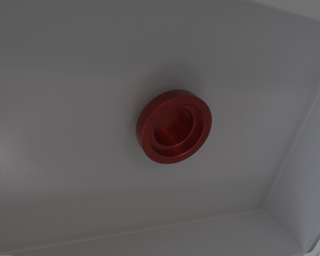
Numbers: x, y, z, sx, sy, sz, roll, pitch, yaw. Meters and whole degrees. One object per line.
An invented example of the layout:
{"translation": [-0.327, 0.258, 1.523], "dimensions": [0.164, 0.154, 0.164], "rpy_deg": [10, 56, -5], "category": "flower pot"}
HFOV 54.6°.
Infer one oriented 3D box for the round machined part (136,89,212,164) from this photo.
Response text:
{"translation": [0.014, -0.005, 0.402], "dimensions": [0.099, 0.042, 0.097], "rpy_deg": [-14, 124, -21], "category": "round machined part"}
